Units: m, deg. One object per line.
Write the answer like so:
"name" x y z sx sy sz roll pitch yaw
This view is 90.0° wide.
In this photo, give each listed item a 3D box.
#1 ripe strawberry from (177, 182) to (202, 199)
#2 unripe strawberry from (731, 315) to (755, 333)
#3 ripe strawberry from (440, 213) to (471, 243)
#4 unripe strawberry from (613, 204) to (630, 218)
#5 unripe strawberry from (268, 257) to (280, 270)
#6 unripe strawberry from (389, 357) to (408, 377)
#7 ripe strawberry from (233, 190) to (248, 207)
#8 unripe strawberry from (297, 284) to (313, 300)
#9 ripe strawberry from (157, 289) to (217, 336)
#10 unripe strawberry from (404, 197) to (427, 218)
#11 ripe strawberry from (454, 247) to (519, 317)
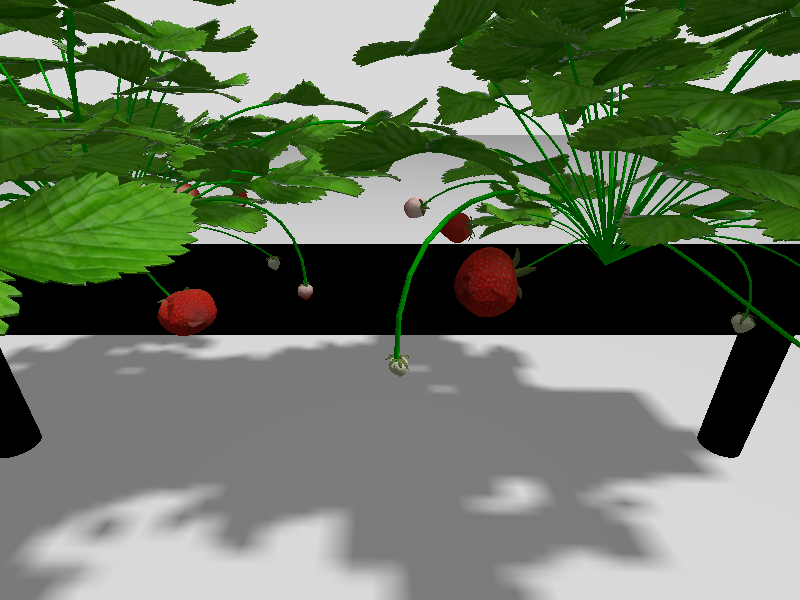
"ripe strawberry" -0.299 -0.140 0.550 0.052 0.045 0.052 -4 24 -9
"unripe strawberry" 0.201 0.015 0.236 0.010 0.011 0.011 -2 24 -4
"ripe strawberry" 0.059 -0.079 0.435 0.035 0.034 0.032 11 26 29
"unripe strawberry" 0.296 -0.118 0.534 0.021 0.022 0.022 13 19 27
"unripe strawberry" -0.112 -0.033 0.357 0.010 0.012 0.012 -10 23 9
"unripe strawberry" -0.001 0.033 0.201 0.010 0.010 0.011 -21 32 -39
"ripe strawberry" -0.238 -0.149 0.596 0.024 0.028 0.027 2 -24 4
"unripe strawberry" -0.068 -0.006 0.291 0.011 0.011 0.011 10 26 21
"ripe strawberry" -0.127 0.009 0.242 0.029 0.029 0.032 23 33 40
"unripe strawberry" 0.019 -0.124 0.536 0.032 0.027 0.032 -20 19 -38
"ripe strawberry" 0.055 -0.011 0.264 0.044 0.046 0.040 -18 30 -34
